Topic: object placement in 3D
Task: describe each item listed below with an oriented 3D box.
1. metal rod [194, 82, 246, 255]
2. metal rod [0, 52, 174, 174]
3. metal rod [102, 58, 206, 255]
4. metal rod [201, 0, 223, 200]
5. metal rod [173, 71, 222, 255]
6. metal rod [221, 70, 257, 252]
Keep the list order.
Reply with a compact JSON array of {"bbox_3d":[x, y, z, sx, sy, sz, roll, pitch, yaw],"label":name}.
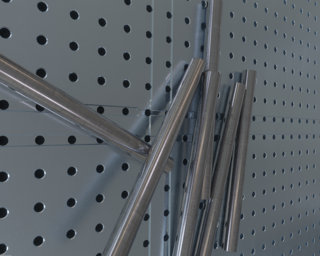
[{"bbox_3d":[0.094,0.071,0.486,0.025,0.025,0.299,24,75,-38],"label":"metal rod"},{"bbox_3d":[-0.093,-0.019,0.330,0.301,0.025,0.025,34,69,-35],"label":"metal rod"},{"bbox_3d":[0.003,0.023,0.378,0.025,0.025,0.300,45,53,-31],"label":"metal rod"},{"bbox_3d":[0.073,-0.045,0.468,0.025,0.025,0.299,7,85,-40],"label":"metal rod"},{"bbox_3d":[0.049,0.069,0.436,0.025,0.025,0.299,13,86,-39],"label":"metal rod"},{"bbox_3d":[0.133,0.050,0.518,0.025,0.025,0.299,14,81,-39],"label":"metal rod"}]
